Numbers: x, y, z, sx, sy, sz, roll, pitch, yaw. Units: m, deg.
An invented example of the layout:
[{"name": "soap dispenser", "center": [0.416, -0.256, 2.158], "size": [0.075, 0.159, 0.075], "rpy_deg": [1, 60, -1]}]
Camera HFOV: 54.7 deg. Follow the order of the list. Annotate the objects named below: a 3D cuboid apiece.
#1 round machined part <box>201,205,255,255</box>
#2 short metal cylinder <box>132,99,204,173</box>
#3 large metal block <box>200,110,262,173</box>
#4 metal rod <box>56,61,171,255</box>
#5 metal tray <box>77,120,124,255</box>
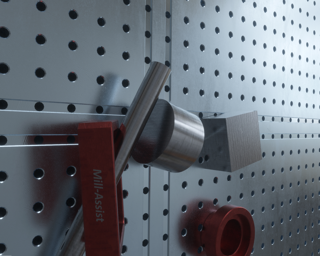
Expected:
[{"name": "round machined part", "center": [0.103, 0.169, 0.485], "size": [0.099, 0.042, 0.097], "rpy_deg": [0, 90, -40]}, {"name": "short metal cylinder", "center": [0.007, 0.010, 0.379], "size": [0.050, 0.080, 0.080], "rpy_deg": [23, 76, -38]}, {"name": "large metal block", "center": [0.113, 0.018, 0.487], "size": [0.081, 0.050, 0.079], "rpy_deg": [-13, 98, -39]}, {"name": "metal rod", "center": [-0.061, 0.063, 0.332], "size": [0.025, 0.025, 0.299], "rpy_deg": [32, 78, -36]}, {"name": "metal tray", "center": [-0.057, 0.057, 0.318], "size": [0.030, 0.090, 0.129], "rpy_deg": [-3, 93, -4]}]
